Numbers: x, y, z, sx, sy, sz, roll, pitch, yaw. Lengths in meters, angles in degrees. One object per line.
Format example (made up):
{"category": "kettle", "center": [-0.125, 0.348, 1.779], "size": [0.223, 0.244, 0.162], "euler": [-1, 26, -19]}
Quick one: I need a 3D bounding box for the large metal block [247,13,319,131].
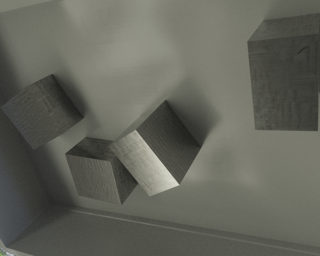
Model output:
{"category": "large metal block", "center": [0.116, -0.052, 0.280], "size": [0.050, 0.080, 0.079], "euler": [1, 119, 27]}

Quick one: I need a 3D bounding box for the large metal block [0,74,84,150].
{"category": "large metal block", "center": [-0.178, -0.023, 0.470], "size": [0.080, 0.050, 0.080], "euler": [-23, 106, 36]}

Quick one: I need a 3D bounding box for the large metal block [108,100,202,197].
{"category": "large metal block", "center": [-0.003, 0.024, 0.388], "size": [0.050, 0.080, 0.080], "euler": [-30, 102, 37]}

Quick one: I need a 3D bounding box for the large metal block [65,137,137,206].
{"category": "large metal block", "center": [-0.088, 0.065, 0.477], "size": [0.080, 0.050, 0.079], "euler": [6, 121, 24]}
